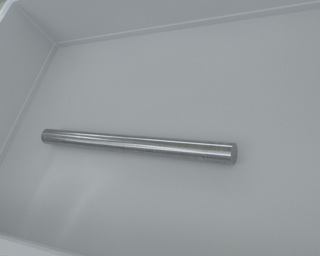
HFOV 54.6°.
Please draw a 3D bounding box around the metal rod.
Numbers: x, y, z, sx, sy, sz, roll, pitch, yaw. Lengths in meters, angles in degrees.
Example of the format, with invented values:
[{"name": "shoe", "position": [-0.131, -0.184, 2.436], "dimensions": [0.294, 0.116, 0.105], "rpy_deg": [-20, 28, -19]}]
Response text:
[{"name": "metal rod", "position": [-0.048, 0.021, 0.418], "dimensions": [0.300, 0.025, 0.025], "rpy_deg": [3, 63, 29]}]
